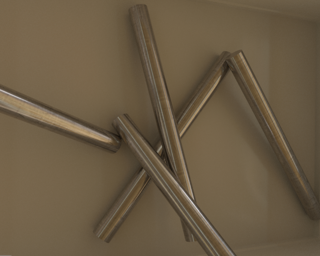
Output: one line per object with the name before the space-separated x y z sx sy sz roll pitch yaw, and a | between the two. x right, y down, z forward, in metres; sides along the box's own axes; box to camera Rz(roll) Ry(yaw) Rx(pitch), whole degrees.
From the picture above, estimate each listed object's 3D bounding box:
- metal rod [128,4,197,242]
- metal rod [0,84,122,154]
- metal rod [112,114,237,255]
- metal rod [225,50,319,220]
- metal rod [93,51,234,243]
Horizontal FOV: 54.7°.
metal rod | 0.007 -0.009 0.390 0.025 0.025 0.298 -13 86 -20
metal rod | -0.151 -0.029 0.284 0.301 0.025 0.025 28 80 -45
metal rod | 0.038 0.102 0.350 0.025 0.025 0.300 -33 72 -17
metal rod | 0.177 0.021 0.461 0.025 0.025 0.299 -38 108 -16
metal rod | 0.013 0.016 0.415 0.025 0.025 0.300 40 77 -16
